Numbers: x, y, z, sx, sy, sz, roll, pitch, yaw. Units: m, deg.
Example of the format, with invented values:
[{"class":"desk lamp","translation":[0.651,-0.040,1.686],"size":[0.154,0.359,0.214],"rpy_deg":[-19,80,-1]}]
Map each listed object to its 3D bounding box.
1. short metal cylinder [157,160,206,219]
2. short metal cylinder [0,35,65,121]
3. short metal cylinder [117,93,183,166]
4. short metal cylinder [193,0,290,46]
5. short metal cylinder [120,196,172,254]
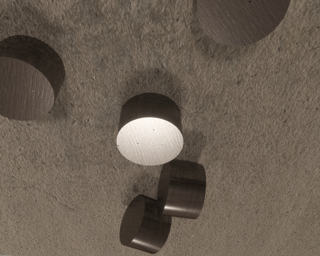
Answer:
[{"class":"short metal cylinder","translation":[0.029,0.088,0.447],"size":[0.050,0.080,0.079],"rpy_deg":[10,129,-9]},{"class":"short metal cylinder","translation":[-0.152,-0.054,0.342],"size":[0.081,0.050,0.079],"rpy_deg":[0,130,0]},{"class":"short metal cylinder","translation":[-0.012,0.002,0.393],"size":[0.081,0.050,0.079],"rpy_deg":[0,130,0]},{"class":"short metal cylinder","translation":[0.072,-0.124,0.287],"size":[0.081,0.050,0.079],"rpy_deg":[0,130,0]},{"class":"short metal cylinder","translation":[-0.024,0.157,0.505],"size":[0.050,0.080,0.080],"rpy_deg":[26,125,-21]}]
